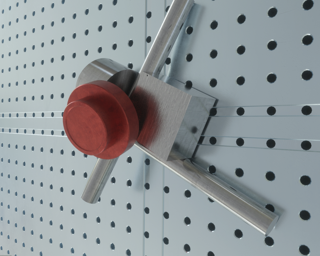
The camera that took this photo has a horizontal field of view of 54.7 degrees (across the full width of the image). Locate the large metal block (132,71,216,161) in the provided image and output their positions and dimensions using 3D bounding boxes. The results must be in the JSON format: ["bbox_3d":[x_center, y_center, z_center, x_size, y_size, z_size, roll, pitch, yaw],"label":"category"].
[{"bbox_3d":[0.009,-0.016,0.380,0.080,0.050,0.079,32,110,35],"label":"large metal block"}]

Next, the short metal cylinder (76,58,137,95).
[{"bbox_3d":[-0.067,-0.050,0.426,0.050,0.081,0.079,31,109,35],"label":"short metal cylinder"}]

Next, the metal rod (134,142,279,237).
[{"bbox_3d":[0.008,0.036,0.400,0.300,0.025,0.025,31,109,35],"label":"metal rod"}]

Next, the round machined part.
[{"bbox_3d":[-0.078,-0.005,0.375,0.098,0.042,0.097,13,116,28],"label":"round machined part"}]

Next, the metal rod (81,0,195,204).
[{"bbox_3d":[-0.035,-0.031,0.410,0.025,0.025,0.298,34,104,34],"label":"metal rod"}]
